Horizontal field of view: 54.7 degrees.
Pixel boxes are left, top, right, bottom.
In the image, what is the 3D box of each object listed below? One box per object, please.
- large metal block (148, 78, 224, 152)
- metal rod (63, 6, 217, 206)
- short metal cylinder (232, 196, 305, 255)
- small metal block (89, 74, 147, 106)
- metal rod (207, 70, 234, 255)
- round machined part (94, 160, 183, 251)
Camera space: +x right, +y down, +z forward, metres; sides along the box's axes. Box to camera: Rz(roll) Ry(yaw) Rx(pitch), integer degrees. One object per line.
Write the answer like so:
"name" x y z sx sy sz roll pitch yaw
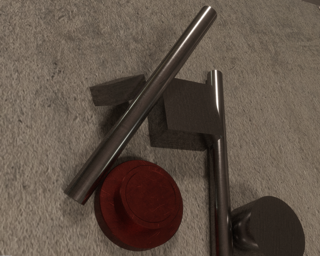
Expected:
"large metal block" 0.031 -0.018 0.417 0.081 0.050 0.080 7 59 -25
"metal rod" -0.010 -0.043 0.371 0.025 0.025 0.300 36 68 -5
"short metal cylinder" 0.127 0.130 0.379 0.081 0.050 0.080 14 56 -21
"small metal block" -0.051 -0.047 0.387 0.050 0.050 0.025 -25 108 -37
"metal rod" 0.080 0.039 0.425 0.025 0.025 0.300 17 55 -19
"round machined part" -0.017 0.079 0.336 0.099 0.042 0.098 14 56 -21
